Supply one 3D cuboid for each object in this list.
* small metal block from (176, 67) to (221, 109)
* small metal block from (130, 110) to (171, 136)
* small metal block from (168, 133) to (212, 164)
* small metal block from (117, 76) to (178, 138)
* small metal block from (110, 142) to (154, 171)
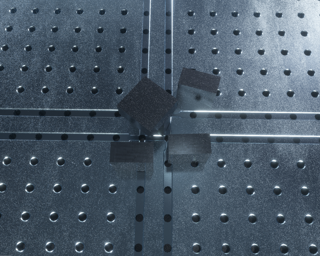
[{"bbox_3d":[0.051,-0.053,0.418,0.050,0.050,0.025,15,71,5],"label":"small metal block"},{"bbox_3d":[-0.013,-0.017,0.404,0.050,0.050,0.025,22,72,7],"label":"small metal block"},{"bbox_3d":[0.035,0.027,0.389,0.050,0.050,0.025,-1,70,-1],"label":"small metal block"},{"bbox_3d":[-0.014,-0.025,0.368,0.050,0.025,0.050,38,74,12],"label":"small metal block"},{"bbox_3d":[-0.033,0.036,0.385,0.050,0.050,0.025,1,70,0],"label":"small metal block"}]
